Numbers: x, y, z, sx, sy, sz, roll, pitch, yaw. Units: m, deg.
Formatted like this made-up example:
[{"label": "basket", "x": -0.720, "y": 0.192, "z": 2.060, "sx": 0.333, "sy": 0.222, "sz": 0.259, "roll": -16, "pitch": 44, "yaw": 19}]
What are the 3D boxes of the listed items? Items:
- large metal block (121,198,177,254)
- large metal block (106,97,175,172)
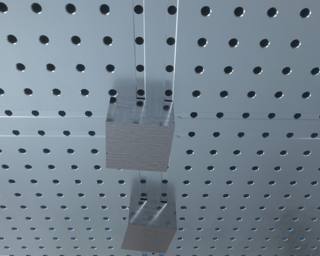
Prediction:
[{"label": "large metal block", "x": -0.021, "y": 0.173, "z": 0.543, "sx": 0.081, "sy": 0.050, "sz": 0.079, "roll": 10, "pitch": 130, "yaw": -9}, {"label": "large metal block", "x": -0.027, "y": 0.010, "z": 0.403, "sx": 0.081, "sy": 0.050, "sz": 0.079, "roll": 4, "pitch": 130, "yaw": -4}]
